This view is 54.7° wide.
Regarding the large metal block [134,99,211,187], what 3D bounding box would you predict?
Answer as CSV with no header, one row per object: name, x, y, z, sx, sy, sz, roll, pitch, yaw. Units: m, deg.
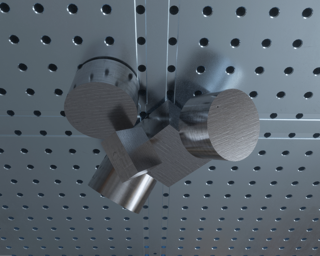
large metal block,0.011,0.023,0.407,0.080,0.050,0.080,37,121,-27

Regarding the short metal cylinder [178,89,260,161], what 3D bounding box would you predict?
short metal cylinder,0.069,-0.003,0.360,0.080,0.080,0.050,36,160,-26

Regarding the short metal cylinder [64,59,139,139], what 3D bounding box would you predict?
short metal cylinder,-0.065,-0.033,0.362,0.081,0.050,0.079,0,130,0

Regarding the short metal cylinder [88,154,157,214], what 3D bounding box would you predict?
short metal cylinder,-0.051,0.076,0.427,0.080,0.050,0.080,29,168,7

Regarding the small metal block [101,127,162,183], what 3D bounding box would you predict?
small metal block,-0.031,0.028,0.349,0.025,0.050,0.050,-36,78,28
